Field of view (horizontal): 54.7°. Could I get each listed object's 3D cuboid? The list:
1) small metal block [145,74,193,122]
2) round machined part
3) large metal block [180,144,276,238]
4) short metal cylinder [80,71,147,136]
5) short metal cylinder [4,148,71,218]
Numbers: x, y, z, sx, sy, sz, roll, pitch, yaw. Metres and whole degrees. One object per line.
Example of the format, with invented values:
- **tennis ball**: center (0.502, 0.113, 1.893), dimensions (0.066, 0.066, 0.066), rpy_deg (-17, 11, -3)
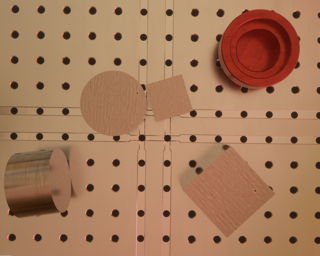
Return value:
- **small metal block**: center (0.012, -0.039, 0.414), dimensions (0.050, 0.025, 0.050), rpy_deg (-17, 90, -1)
- **round machined part**: center (0.125, -0.100, 0.407), dimensions (0.099, 0.042, 0.097), rpy_deg (0, 90, -1)
- **large metal block**: center (0.084, 0.078, 0.402), dimensions (0.080, 0.050, 0.080), rpy_deg (-43, 91, 0)
- **short metal cylinder**: center (-0.057, -0.030, 0.400), dimensions (0.081, 0.050, 0.079), rpy_deg (0, 90, -1)
- **short metal cylinder**: center (-0.148, 0.067, 0.384), dimensions (0.050, 0.080, 0.080), rpy_deg (-8, 90, 0)
